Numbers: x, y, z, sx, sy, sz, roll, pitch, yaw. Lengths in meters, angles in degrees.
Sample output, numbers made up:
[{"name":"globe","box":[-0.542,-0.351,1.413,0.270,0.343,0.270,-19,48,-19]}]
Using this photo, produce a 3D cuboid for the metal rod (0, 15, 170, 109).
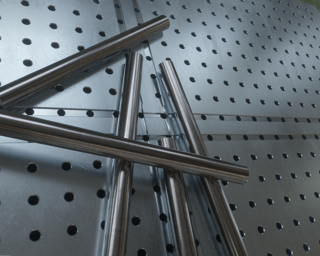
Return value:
[{"name":"metal rod","box":[-0.084,-0.103,0.426,0.025,0.025,0.302,47,51,4]}]

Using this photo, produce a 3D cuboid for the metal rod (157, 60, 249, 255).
[{"name":"metal rod","box":[0.053,0.036,0.416,0.025,0.025,0.299,-5,64,-31]}]

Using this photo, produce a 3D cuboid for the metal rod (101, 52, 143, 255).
[{"name":"metal rod","box":[-0.042,0.024,0.371,0.025,0.025,0.300,16,55,-20]}]

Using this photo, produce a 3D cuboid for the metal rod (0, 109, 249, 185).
[{"name":"metal rod","box":[-0.032,0.025,0.343,0.302,0.025,0.025,14,56,-20]}]

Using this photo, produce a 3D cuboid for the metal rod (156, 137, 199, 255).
[{"name":"metal rod","box":[0.031,0.149,0.335,0.025,0.025,0.299,4,60,-27]}]
